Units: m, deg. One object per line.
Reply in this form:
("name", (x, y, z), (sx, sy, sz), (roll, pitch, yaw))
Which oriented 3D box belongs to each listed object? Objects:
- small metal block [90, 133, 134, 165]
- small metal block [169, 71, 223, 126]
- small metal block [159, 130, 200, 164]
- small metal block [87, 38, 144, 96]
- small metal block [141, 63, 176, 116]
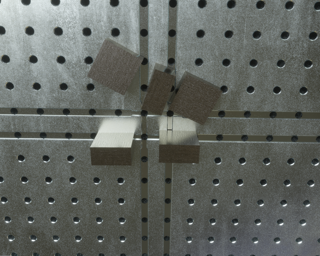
("small metal block", (-0.061, 0.027, 0.409), (0.050, 0.050, 0.025), (0, 110, 0))
("small metal block", (0.044, -0.039, 0.399), (0.050, 0.025, 0.050), (24, 108, -9))
("small metal block", (0.024, 0.024, 0.409), (0.050, 0.050, 0.025), (1, 110, -1))
("small metal block", (-0.055, -0.076, 0.385), (0.050, 0.025, 0.050), (28, 108, -10))
("small metal block", (-0.002, -0.049, 0.382), (0.025, 0.050, 0.050), (18, 109, -7))
